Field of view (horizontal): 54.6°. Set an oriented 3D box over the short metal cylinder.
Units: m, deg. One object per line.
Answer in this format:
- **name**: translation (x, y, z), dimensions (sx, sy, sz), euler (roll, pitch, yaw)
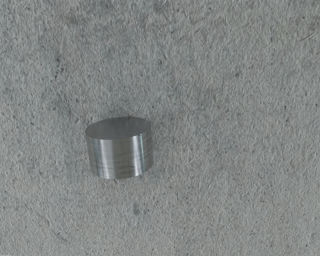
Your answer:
- **short metal cylinder**: translation (-0.050, 0.022, 0.388), dimensions (0.080, 0.080, 0.050), euler (-3, 110, 1)
